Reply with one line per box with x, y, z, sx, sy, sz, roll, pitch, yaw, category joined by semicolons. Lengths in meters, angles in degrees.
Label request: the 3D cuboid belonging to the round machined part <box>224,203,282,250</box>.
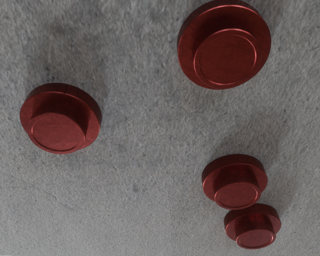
0.167;0.181;0.553;0.099;0.042;0.097;-1;130;0;round machined part

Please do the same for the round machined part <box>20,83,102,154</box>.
-0.126;-0.005;0.390;0.099;0.042;0.097;-1;130;0;round machined part

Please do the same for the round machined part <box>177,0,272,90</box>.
0.068;-0.081;0.328;0.099;0.042;0.097;-1;130;0;round machined part

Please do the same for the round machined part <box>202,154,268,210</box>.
0.115;0.088;0.473;0.099;0.042;0.097;-1;130;0;round machined part
